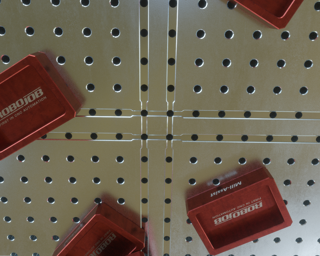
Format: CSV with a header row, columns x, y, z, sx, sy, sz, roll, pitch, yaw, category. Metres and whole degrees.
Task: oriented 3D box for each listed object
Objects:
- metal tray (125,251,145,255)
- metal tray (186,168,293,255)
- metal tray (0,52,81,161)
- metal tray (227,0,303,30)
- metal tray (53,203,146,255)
x,y,z,sx,sy,sz,roll,pitch,yaw,category
-0.052,0.253,0.479,0.090,0.030,0.129,-18,124,-4,metal tray
0.115,0.125,0.457,0.130,0.030,0.090,-26,108,9,metal tray
-0.182,-0.026,0.399,0.130,0.030,0.090,-29,108,10,metal tray
0.134,-0.189,0.342,0.090,0.030,0.129,28,107,-10,metal tray
-0.096,0.187,0.478,0.090,0.030,0.130,39,105,-13,metal tray
